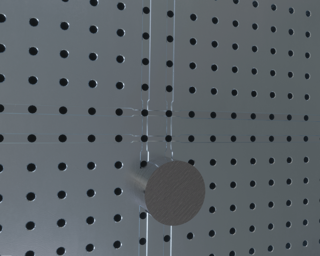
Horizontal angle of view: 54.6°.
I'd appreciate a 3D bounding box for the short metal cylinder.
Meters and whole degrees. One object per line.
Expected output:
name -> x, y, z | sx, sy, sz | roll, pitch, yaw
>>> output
short metal cylinder -> 0.011, 0.080, 0.403 | 0.081, 0.050, 0.080 | 0, 90, -20
